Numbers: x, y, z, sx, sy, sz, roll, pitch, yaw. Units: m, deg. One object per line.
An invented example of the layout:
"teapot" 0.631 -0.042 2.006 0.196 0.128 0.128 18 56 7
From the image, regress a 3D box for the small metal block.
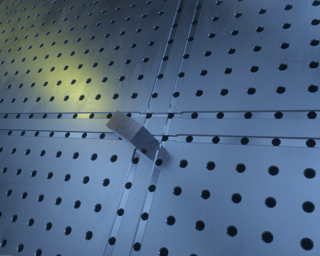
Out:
"small metal block" -0.035 0.008 0.404 0.050 0.050 0.025 30 79 37
